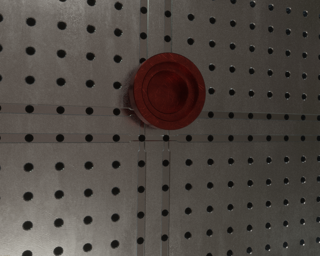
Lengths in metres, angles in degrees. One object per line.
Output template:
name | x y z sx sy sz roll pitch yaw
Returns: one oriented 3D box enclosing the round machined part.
round machined part | 0.007 -0.046 0.407 0.099 0.042 0.097 0 90 -21
